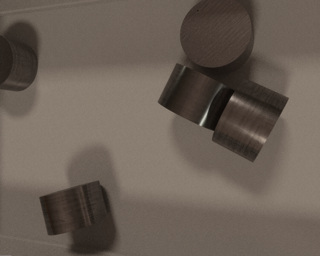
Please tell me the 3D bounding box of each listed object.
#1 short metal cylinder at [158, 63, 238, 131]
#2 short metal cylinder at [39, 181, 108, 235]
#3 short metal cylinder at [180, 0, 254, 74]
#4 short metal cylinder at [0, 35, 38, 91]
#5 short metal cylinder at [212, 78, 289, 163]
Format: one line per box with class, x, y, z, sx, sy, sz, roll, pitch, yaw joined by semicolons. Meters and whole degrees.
short metal cylinder;0.044;-0.036;0.365;0.080;0.080;0.050;29;99;17
short metal cylinder;-0.116;0.107;0.421;0.080;0.080;0.050;-17;85;19
short metal cylinder;0.070;-0.108;0.372;0.080;0.050;0.079;0;90;19
short metal cylinder;-0.240;-0.099;0.480;0.080;0.050;0.079;0;90;19
short metal cylinder;0.100;-0.008;0.346;0.050;0.080;0.080;29;99;16
